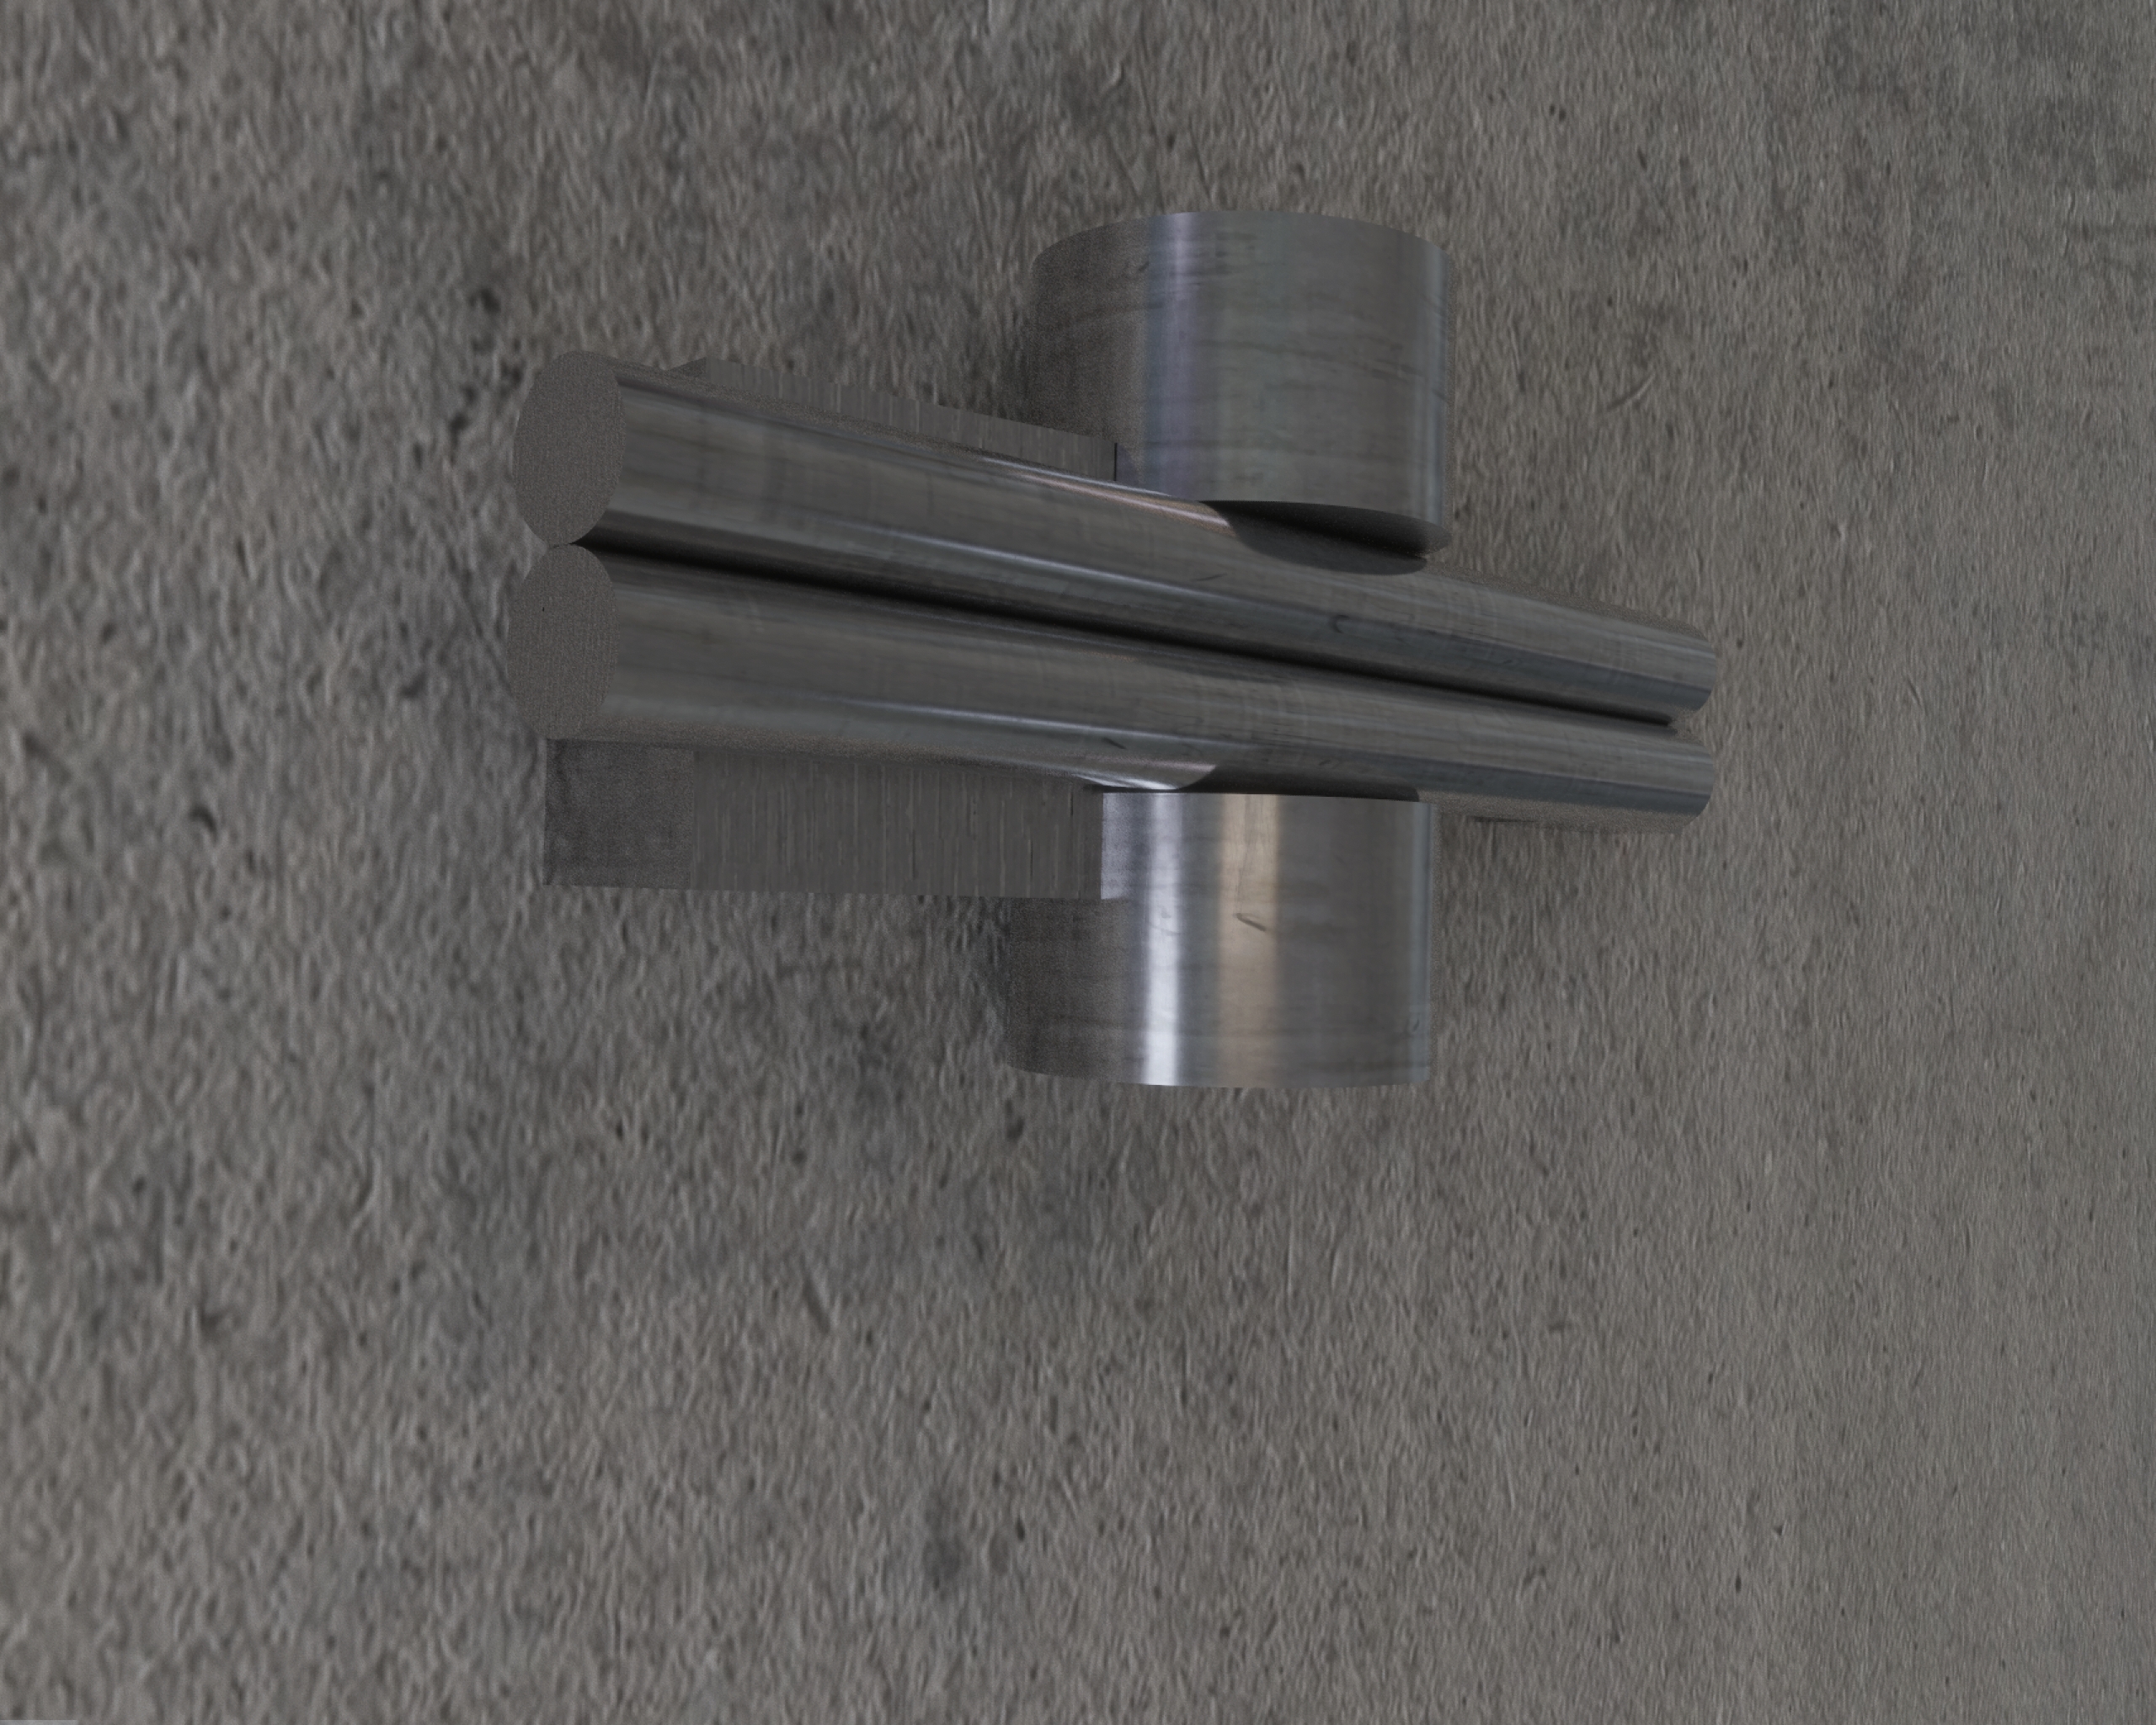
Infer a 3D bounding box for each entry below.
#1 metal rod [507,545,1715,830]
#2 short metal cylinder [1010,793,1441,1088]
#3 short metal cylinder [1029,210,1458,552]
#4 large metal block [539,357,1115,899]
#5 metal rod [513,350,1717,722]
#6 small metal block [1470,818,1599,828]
[{"bbox_3d":[0.036,-0.024,0.378,0.302,0.025,0.025,2,89,-48],"label":"metal rod"},{"bbox_3d":[0.028,0.014,0.393,0.081,0.080,0.050,2,89,-40],"label":"short metal cylinder"},{"bbox_3d":[0.031,-0.086,0.396,0.081,0.080,0.050,2,89,-40],"label":"short metal cylinder"},{"bbox_3d":[-0.042,-0.035,0.355,0.081,0.050,0.080,2,89,-40],"label":"large metal block"},{"bbox_3d":[0.036,-0.049,0.378,0.302,0.025,0.025,2,89,-48],"label":"metal rod"},{"bbox_3d":[0.123,-0.033,0.509,0.050,0.025,0.050,4,88,-40],"label":"small metal block"}]
